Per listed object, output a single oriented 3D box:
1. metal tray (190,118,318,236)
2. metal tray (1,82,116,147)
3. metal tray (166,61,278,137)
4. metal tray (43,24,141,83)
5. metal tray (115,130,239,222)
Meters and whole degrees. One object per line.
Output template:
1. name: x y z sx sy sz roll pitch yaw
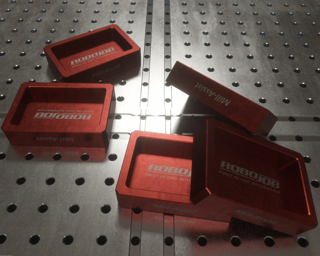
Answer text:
1. metal tray: 0.098 0.051 0.327 0.131 0.030 0.090 20 50 -16
2. metal tray: -0.131 -0.020 0.419 0.131 0.030 0.090 1 50 0
3. metal tray: 0.081 -0.036 0.399 0.130 0.090 0.030 34 101 25
4. metal tray: -0.108 -0.117 0.501 0.131 0.030 0.090 -26 55 -21
5. metal tray: 0.023 0.052 0.360 0.131 0.030 0.090 7 50 5
